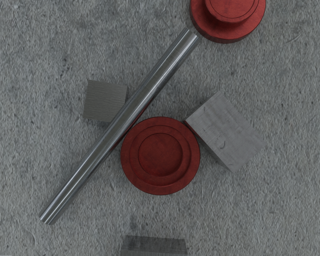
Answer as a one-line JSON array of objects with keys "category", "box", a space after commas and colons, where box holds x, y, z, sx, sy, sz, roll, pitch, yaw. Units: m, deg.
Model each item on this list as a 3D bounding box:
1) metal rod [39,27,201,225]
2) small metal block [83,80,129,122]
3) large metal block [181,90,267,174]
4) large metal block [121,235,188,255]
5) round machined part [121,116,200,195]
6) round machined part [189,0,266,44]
[{"category": "metal rod", "box": [-0.055, 0.005, 0.386, 0.025, 0.025, 0.299, 39, 99, 0]}, {"category": "small metal block", "box": [-0.070, -0.034, 0.409, 0.050, 0.025, 0.050, 9, 90, 0]}, {"category": "large metal block", "box": [0.073, 0.004, 0.383, 0.050, 0.080, 0.080, -42, 90, 0]}, {"category": "large metal block", "box": [-0.010, 0.189, 0.397, 0.081, 0.050, 0.080, 5, 90, 0]}, {"category": "round machined part", "box": [0.001, 0.034, 0.401, 0.099, 0.042, 0.097, 0, 91, 1]}, {"category": "round machined part", "box": [0.089, -0.163, 0.402, 0.099, 0.042, 0.097, 0, 90, 0]}]
